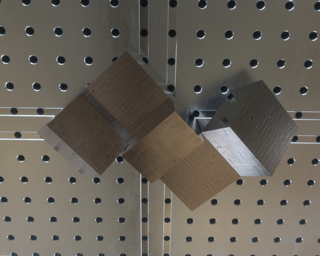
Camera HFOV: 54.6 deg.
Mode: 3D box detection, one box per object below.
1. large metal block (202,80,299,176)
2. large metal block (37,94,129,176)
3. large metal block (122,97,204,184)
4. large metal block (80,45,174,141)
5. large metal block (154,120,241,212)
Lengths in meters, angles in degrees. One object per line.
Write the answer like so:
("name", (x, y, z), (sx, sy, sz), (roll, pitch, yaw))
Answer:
("large metal block", (0.111, 0.002, 0.379), (0.080, 0.050, 0.080), (47, 63, -16))
("large metal block", (-0.097, 0.012, 0.380), (0.080, 0.080, 0.050), (47, 65, -15))
("large metal block", (0.003, 0.009, 0.387), (0.080, 0.080, 0.050), (-40, 107, 13))
("large metal block", (-0.040, -0.042, 0.384), (0.080, 0.050, 0.080), (-39, 106, 14))
("large metal block", (0.047, 0.050, 0.418), (0.080, 0.050, 0.080), (-39, 104, 13))
